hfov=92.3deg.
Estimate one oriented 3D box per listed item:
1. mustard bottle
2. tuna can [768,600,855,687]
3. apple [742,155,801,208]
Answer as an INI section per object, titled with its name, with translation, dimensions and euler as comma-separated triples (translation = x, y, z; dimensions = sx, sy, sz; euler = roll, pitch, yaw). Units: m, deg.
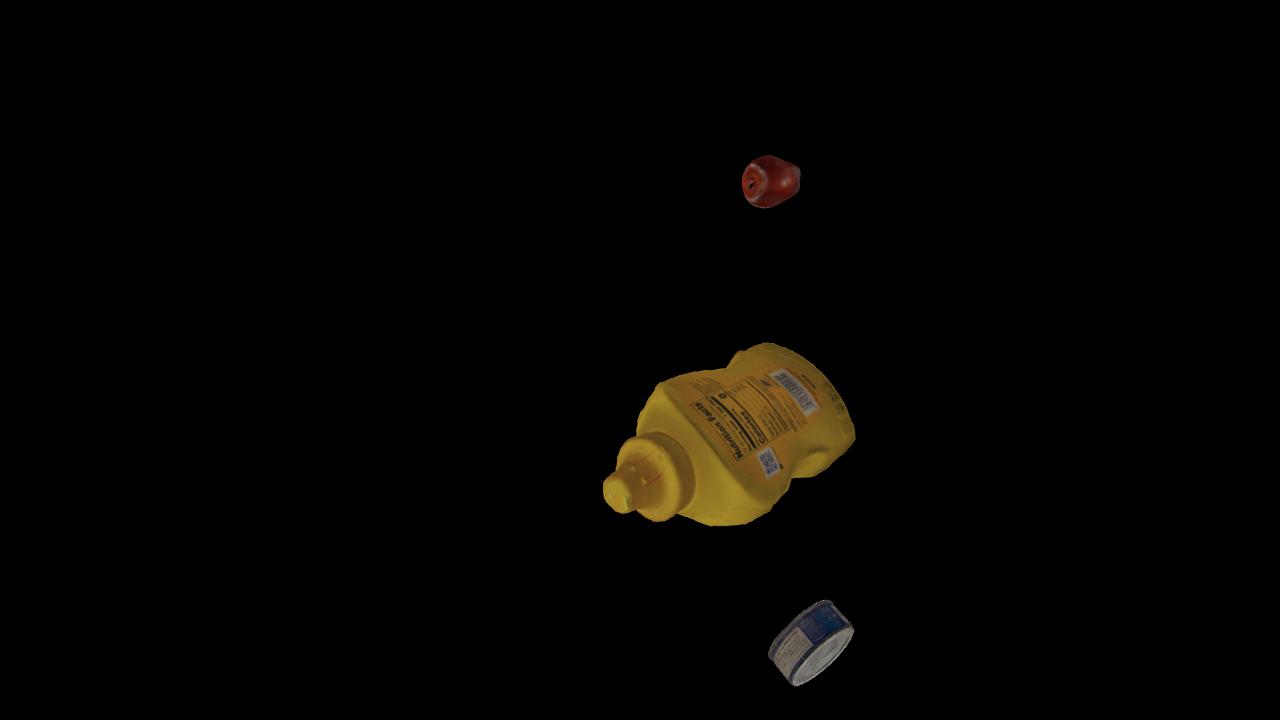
[mustard bottle]
translation = 0.048, 0.044, 0.346
dimensions = 0.184, 0.092, 0.054
euler = -17, -24, -47
[tuna can]
translation = 0.169, 0.278, 0.604
dimensions = 0.084, 0.084, 0.034
euler = 0, 32, -39
[apple]
translation = 0.202, -0.274, 0.950
dimensions = 0.093, 0.079, 0.079
euler = -15, 7, -28
